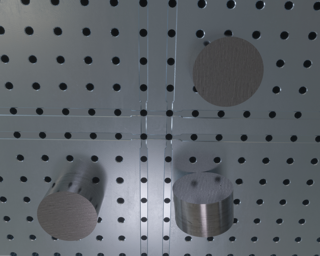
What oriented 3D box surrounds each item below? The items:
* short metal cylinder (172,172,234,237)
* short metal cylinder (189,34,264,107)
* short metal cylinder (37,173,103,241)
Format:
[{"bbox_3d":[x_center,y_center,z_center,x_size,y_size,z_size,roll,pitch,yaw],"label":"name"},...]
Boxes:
[{"bbox_3d":[0.059,0.102,0.422,0.080,0.080,0.050,-5,110,2],"label":"short metal cylinder"},{"bbox_3d":[0.077,-0.071,0.374,0.081,0.050,0.079,0,110,0],"label":"short metal cylinder"},{"bbox_3d":[-0.125,0.111,0.440,0.081,0.050,0.079,0,110,0],"label":"short metal cylinder"}]
